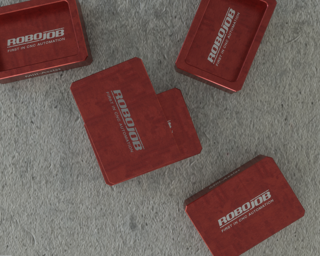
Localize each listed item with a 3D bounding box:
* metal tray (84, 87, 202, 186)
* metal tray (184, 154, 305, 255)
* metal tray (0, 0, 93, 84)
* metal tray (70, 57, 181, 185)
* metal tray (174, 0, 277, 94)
[{"bbox_3d":[-0.021,0.011,0.407,0.131,0.030,0.090,-20,90,0],"label":"metal tray"},{"bbox_3d":[0.109,0.105,0.408,0.130,0.030,0.090,-31,90,0],"label":"metal tray"},{"bbox_3d":[-0.164,-0.116,0.405,0.131,0.030,0.089,-13,90,0],"label":"metal tray"},{"bbox_3d":[-0.041,-0.009,0.376,0.090,0.030,0.129,-22,90,0],"label":"metal tray"},{"bbox_3d":[0.084,-0.121,0.407,0.090,0.030,0.129,22,90,0],"label":"metal tray"}]
